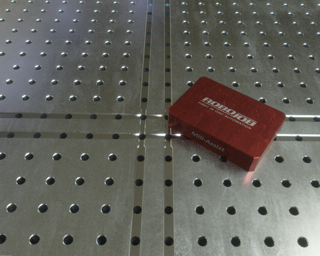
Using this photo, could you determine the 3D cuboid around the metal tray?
[{"bbox_3d":[0.087,-0.011,0.415,0.130,0.030,0.090,30,56,22],"label":"metal tray"}]
